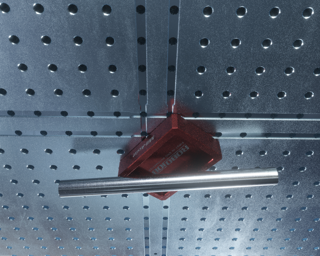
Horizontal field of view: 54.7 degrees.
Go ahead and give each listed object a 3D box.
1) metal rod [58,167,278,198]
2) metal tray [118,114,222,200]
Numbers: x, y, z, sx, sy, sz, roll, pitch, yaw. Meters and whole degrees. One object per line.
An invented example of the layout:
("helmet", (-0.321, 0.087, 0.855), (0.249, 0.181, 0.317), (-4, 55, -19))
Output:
("metal rod", (0.009, 0.077, 0.436), (0.302, 0.025, 0.025), (-4, 130, 3))
("metal tray", (0.012, 0.047, 0.448), (0.090, 0.030, 0.129), (32, 123, -25))
